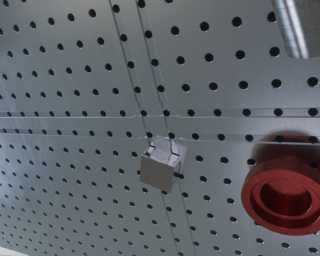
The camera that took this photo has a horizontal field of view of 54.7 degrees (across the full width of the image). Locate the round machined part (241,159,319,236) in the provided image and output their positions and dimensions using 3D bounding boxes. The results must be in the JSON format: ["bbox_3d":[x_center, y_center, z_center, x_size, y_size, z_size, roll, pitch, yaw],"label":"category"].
[{"bbox_3d":[0.150,0.077,0.369,0.098,0.042,0.097,13,124,21],"label":"round machined part"}]

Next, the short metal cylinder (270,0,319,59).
[{"bbox_3d":[0.136,-0.095,0.245,0.080,0.080,0.050,-13,112,33],"label":"short metal cylinder"}]

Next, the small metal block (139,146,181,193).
[{"bbox_3d":[0.000,0.060,0.449,0.050,0.025,0.050,18,126,17],"label":"small metal block"}]
